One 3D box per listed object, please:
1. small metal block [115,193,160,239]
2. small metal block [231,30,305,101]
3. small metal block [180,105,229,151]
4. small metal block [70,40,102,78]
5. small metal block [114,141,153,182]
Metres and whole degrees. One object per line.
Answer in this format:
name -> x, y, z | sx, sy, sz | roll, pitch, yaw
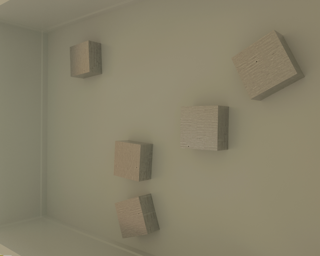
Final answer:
small metal block -> -0.033, 0.123, 0.434 | 0.050, 0.025, 0.050 | -24, 75, 37
small metal block -> 0.109, -0.062, 0.317 | 0.050, 0.025, 0.050 | -31, 71, 35
small metal block -> 0.052, 0.000, 0.364 | 0.050, 0.025, 0.050 | 2, 91, 40
small metal block -> -0.122, -0.111, 0.508 | 0.050, 0.025, 0.050 | -4, 88, 40
small metal block -> -0.038, 0.045, 0.439 | 0.050, 0.025, 0.050 | 6, 94, 40
